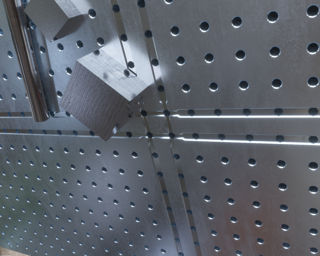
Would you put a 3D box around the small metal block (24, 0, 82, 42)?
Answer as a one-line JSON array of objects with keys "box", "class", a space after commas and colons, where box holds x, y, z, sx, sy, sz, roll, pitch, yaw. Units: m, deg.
[{"box": [-0.136, -0.146, 0.392, 0.050, 0.025, 0.050, -32, 101, 38], "class": "small metal block"}]

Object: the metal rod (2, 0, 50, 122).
[{"box": [-0.194, -0.143, 0.425, 0.025, 0.025, 0.298, 13, 124, 21], "class": "metal rod"}]

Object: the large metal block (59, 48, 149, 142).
[{"box": [-0.075, -0.043, 0.408, 0.080, 0.050, 0.080, 38, 129, 2], "class": "large metal block"}]
